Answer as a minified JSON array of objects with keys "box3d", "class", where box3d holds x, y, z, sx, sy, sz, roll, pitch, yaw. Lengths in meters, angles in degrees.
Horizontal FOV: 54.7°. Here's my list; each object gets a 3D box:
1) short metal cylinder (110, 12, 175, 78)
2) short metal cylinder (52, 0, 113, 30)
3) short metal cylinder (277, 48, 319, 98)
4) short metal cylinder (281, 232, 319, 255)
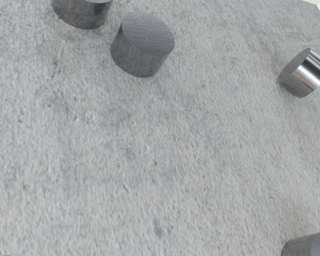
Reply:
[{"box3d":[-0.026,-0.120,0.449,0.081,0.050,0.080,14,56,-21],"class":"short metal cylinder"},{"box3d":[-0.110,-0.190,0.445,0.081,0.050,0.080,14,56,-21],"class":"short metal cylinder"},{"box3d":[0.268,-0.102,0.579,0.050,0.080,0.080,39,51,-3],"class":"short metal cylinder"},{"box3d":[0.202,0.177,0.392,0.081,0.050,0.080,14,56,-21],"class":"short metal cylinder"}]
